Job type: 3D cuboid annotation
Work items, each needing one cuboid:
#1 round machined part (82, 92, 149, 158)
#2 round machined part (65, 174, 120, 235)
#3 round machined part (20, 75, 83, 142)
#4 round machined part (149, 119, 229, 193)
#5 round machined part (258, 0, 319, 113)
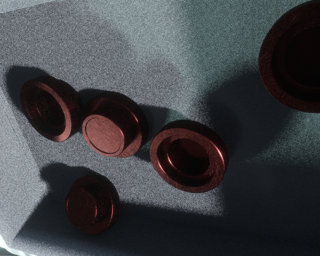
[{"bbox_3d":[-0.069,0.002,0.435,0.098,0.042,0.097,13,124,21],"label":"round machined part"},{"bbox_3d":[-0.118,0.128,0.513,0.098,0.042,0.097,0,89,29],"label":"round machined part"},{"bbox_3d":[-0.153,-0.032,0.456,0.098,0.042,0.097,15,124,24],"label":"round machined part"},{"bbox_3d":[0.040,0.032,0.396,0.098,0.042,0.097,13,124,21],"label":"round machined part"},{"bbox_3d":[0.144,-0.066,0.281,0.098,0.042,0.097,13,124,21],"label":"round machined part"}]
